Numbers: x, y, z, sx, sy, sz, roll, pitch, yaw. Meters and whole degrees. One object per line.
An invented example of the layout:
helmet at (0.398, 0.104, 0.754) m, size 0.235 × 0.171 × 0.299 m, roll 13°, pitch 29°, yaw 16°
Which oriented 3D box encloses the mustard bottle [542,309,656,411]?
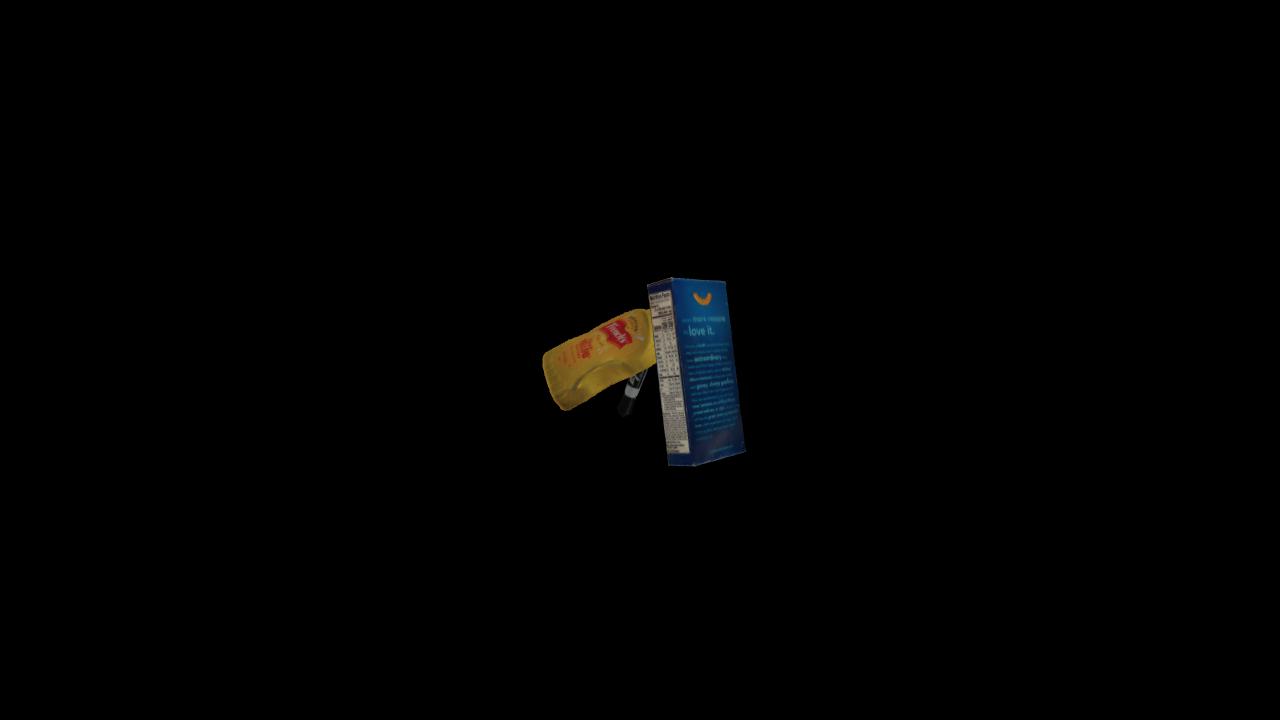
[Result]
mustard bottle at (-0.022, -0.015, 0.720) m, size 0.184 × 0.054 × 0.092 m, roll -27°, pitch 34°, yaw 5°

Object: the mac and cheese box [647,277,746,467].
mac and cheese box at (0.060, 0.011, 0.633) m, size 0.041 × 0.184 × 0.093 m, roll -8°, pitch -3°, yaw 44°

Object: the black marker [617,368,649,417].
black marker at (-0.001, 0.014, 0.732) m, size 0.020 × 0.121 × 0.020 m, roll 19°, pitch 19°, yaw -7°
